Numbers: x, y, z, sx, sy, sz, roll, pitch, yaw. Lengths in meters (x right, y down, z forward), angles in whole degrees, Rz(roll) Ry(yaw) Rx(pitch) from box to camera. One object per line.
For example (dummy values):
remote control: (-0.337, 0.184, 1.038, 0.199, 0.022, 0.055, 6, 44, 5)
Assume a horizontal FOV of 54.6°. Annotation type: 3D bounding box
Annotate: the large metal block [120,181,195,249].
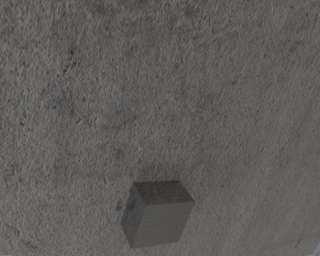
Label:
large metal block: (-0.005, 0.128, 0.466, 0.081, 0.050, 0.079, 4, 117, -30)
